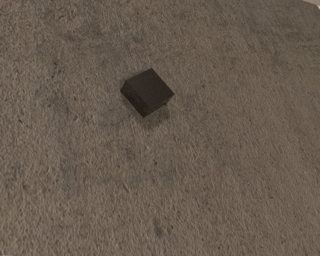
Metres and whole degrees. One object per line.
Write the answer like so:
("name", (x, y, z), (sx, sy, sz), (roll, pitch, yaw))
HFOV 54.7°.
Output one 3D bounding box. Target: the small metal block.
("small metal block", (-0.017, -0.049, 0.426), (0.050, 0.025, 0.050), (-35, 82, -39))
